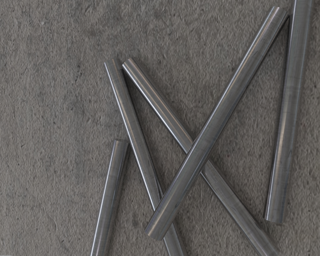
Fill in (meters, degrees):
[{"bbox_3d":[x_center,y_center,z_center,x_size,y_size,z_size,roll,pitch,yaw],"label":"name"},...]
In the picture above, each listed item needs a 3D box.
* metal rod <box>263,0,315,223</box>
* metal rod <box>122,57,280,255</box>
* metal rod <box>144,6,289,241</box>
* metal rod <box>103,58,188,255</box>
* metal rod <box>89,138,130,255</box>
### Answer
[{"bbox_3d":[0.150,-0.042,0.355,0.025,0.025,0.298,8,93,20],"label":"metal rod"},{"bbox_3d":[0.044,0.030,0.393,0.025,0.025,0.299,-39,78,16],"label":"metal rod"},{"bbox_3d":[0.065,-0.004,0.364,0.025,0.025,0.299,30,92,17],"label":"metal rod"},{"bbox_3d":[-0.018,0.048,0.415,0.025,0.025,0.299,-22,83,19],"label":"metal rod"},{"bbox_3d":[-0.084,0.163,0.438,0.025,0.025,0.298,14,95,19],"label":"metal rod"}]
